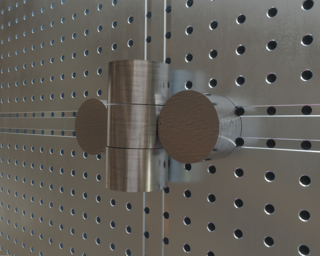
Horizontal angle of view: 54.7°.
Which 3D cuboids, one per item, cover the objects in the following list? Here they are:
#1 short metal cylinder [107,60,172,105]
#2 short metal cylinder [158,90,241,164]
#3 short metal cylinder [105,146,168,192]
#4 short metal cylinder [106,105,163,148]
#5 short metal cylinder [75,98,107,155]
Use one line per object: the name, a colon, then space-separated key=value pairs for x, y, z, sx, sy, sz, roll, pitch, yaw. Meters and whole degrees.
short metal cylinder: x=-0.026 y=-0.054 z=0.392 sx=0.080 sy=0.081 sz=0.050 roll=4 pitch=92 yaw=39
short metal cylinder: x=0.044 y=-0.001 z=0.354 sx=0.080 sy=0.050 sz=0.079 roll=0 pitch=90 yaw=39
short metal cylinder: x=-0.030 y=0.048 z=0.395 sx=0.080 sy=0.081 sz=0.050 roll=2 pitch=91 yaw=39
short metal cylinder: x=-0.027 y=-0.003 z=0.393 sx=0.080 sy=0.081 sz=0.050 roll=3 pitch=92 yaw=39
short metal cylinder: x=-0.080 y=-0.002 z=0.456 sx=0.080 sy=0.050 sz=0.079 roll=0 pitch=90 yaw=39
